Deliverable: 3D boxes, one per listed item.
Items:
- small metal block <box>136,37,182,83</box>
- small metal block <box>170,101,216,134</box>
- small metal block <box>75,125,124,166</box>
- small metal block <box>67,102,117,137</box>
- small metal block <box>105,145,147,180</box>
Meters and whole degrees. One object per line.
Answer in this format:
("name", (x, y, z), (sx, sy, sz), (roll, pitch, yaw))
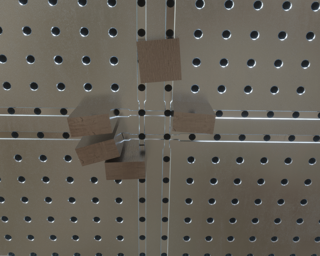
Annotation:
("small metal block", (-0.001, -0.084, 0.382), (0.050, 0.025, 0.050), (-5, 110, 1))
("small metal block", (0.041, -0.014, 0.395), (0.050, 0.050, 0.025), (5, 110, -2))
("small metal block", (-0.077, 0.022, 0.407), (0.050, 0.050, 0.025), (-15, 110, 5))
("small metal block", (-0.084, -0.011, 0.395), (0.050, 0.050, 0.025), (-6, 110, 2))
("small metal block", (-0.044, 0.046, 0.416), (0.050, 0.050, 0.025), (-2, 110, 0))
